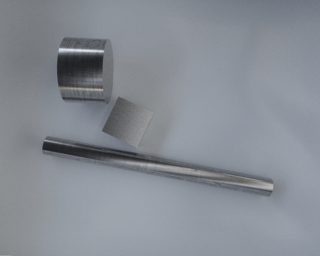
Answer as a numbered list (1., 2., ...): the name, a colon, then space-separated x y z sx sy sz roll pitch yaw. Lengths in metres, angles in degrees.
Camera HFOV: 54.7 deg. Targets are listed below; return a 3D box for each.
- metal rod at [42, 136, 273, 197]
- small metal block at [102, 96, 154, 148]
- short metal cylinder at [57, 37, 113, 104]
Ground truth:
1. metal rod: -0.002 0.051 0.411 0.302 0.025 0.025 11 90 -1
2. small metal block: -0.041 -0.008 0.411 0.050 0.025 0.050 26 90 -1
3. short metal cylinder: -0.089 -0.070 0.383 0.050 0.080 0.079 3 90 0
